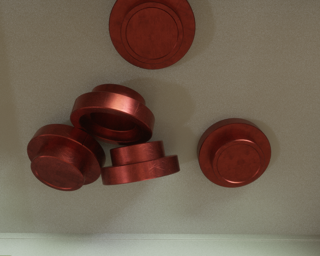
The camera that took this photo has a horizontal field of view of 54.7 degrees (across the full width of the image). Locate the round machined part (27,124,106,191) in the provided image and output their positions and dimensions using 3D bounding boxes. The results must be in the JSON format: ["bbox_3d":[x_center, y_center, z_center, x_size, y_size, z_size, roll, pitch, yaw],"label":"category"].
[{"bbox_3d":[-0.124,0.044,0.398,0.099,0.042,0.097,6,133,7],"label":"round machined part"}]

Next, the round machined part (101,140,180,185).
[{"bbox_3d":[-0.027,0.042,0.393,0.099,0.098,0.042,-10,86,3],"label":"round machined part"}]

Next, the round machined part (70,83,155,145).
[{"bbox_3d":[-0.055,-0.018,0.377,0.099,0.042,0.098,8,154,4],"label":"round machined part"}]

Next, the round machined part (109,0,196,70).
[{"bbox_3d":[-0.009,-0.112,0.351,0.099,0.042,0.097,-1,122,-1],"label":"round machined part"}]

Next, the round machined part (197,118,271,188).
[{"bbox_3d":[0.102,0.039,0.418,0.099,0.042,0.097,0,110,-1],"label":"round machined part"}]
